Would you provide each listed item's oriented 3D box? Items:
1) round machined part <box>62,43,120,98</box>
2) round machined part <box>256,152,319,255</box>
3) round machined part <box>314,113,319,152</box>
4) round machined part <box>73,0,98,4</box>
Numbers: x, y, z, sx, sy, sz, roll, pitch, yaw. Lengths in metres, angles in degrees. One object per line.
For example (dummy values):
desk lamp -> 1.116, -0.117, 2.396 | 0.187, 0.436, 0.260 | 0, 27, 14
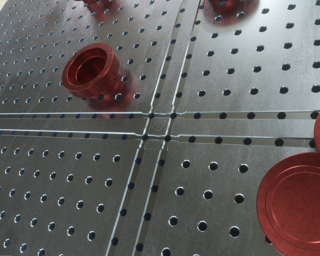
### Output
round machined part -> -0.108, -0.089, 0.510 | 0.098, 0.042, 0.098 | -13, 56, 21
round machined part -> 0.132, 0.069, 0.270 | 0.098, 0.042, 0.098 | -11, 70, 34
round machined part -> 0.199, 0.003, 0.291 | 0.098, 0.042, 0.098 | -13, 56, 21
round machined part -> -0.151, -0.308, 0.667 | 0.098, 0.042, 0.098 | -13, 56, 21
